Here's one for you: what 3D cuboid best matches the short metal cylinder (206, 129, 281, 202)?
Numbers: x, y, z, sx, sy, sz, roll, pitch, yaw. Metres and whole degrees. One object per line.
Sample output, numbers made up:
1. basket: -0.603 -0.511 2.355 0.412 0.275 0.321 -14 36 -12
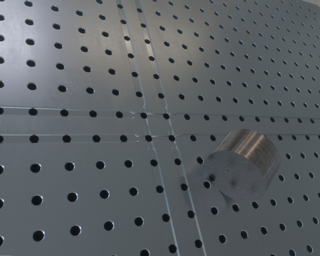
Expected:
1. short metal cylinder: 0.107 0.048 0.400 0.080 0.080 0.050 46 51 3
